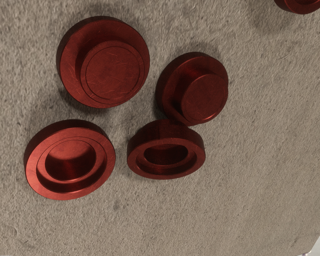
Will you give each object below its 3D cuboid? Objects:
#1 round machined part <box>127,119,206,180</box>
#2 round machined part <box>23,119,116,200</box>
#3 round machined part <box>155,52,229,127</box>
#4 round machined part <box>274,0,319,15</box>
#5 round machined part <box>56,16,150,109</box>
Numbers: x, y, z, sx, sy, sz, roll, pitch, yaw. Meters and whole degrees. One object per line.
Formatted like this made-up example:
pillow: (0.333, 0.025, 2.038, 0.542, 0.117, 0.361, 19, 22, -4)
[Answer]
round machined part: (0.007, 0.025, 0.399, 0.099, 0.042, 0.097, -3, 142, -2)
round machined part: (-0.105, 0.032, 0.359, 0.099, 0.042, 0.097, -14, 125, -21)
round machined part: (0.047, -0.044, 0.396, 0.099, 0.042, 0.097, -14, 125, -21)
round machined part: (0.171, -0.191, 0.373, 0.099, 0.042, 0.097, -14, 125, -21)
round machined part: (-0.055, -0.064, 0.327, 0.099, 0.042, 0.097, -14, 125, -21)
